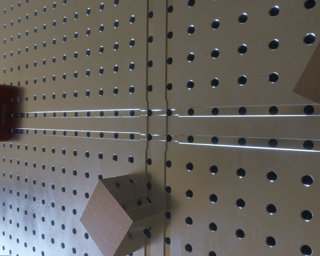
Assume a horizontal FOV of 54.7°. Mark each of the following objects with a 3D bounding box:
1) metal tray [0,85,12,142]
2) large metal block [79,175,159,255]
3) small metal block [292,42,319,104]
[{"bbox_3d":[-0.385,-0.038,0.725,0.090,0.030,0.129,10,96,39],"label":"metal tray"},{"bbox_3d":[-0.060,0.127,0.443,0.080,0.050,0.080,42,116,31],"label":"large metal block"},{"bbox_3d":[0.158,-0.044,0.279,0.050,0.025,0.050,35,112,34],"label":"small metal block"}]
